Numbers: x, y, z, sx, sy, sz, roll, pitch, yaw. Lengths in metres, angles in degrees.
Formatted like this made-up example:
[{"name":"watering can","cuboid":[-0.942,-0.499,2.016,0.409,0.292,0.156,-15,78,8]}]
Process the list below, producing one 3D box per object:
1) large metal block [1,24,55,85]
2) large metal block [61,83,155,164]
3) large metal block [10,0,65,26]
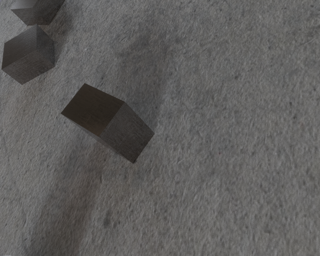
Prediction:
[{"name":"large metal block","cuboid":[-0.257,-0.144,0.608,0.080,0.050,0.080,-25,53,12]},{"name":"large metal block","cuboid":[-0.067,-0.006,0.405,0.080,0.080,0.050,26,76,36]},{"name":"large metal block","cuboid":[-0.274,-0.281,0.700,0.080,0.050,0.080,11,67,32]}]
